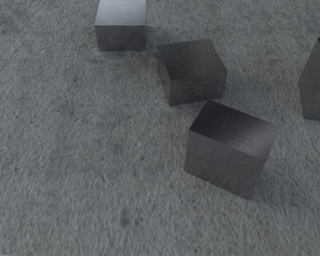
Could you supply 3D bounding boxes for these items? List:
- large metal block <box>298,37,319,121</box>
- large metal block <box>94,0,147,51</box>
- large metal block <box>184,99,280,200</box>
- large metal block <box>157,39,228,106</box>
[{"bbox_3d":[0.233,-0.065,0.425,0.050,0.080,0.080,8,51,6],"label":"large metal block"},{"bbox_3d":[-0.064,-0.177,0.535,0.081,0.050,0.080,0,50,-1],"label":"large metal block"},{"bbox_3d":[0.076,0.025,0.347,0.080,0.080,0.050,23,54,18],"label":"large metal block"},{"bbox_3d":[0.044,-0.083,0.458,0.081,0.050,0.080,-9,51,-8],"label":"large metal block"}]
